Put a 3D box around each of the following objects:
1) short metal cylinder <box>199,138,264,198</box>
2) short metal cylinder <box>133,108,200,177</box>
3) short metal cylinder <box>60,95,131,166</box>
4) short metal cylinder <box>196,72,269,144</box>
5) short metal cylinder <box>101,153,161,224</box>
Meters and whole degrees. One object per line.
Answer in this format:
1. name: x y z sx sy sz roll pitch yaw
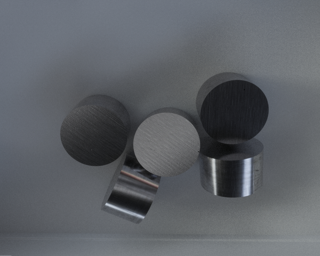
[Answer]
1. short metal cylinder: 0.091 0.046 0.400 0.080 0.080 0.050 -5 110 2
2. short metal cylinder: 0.010 0.016 0.397 0.080 0.050 0.079 1 101 4
3. short metal cylinder: -0.080 0.002 0.398 0.081 0.050 0.079 0 110 0
4. short metal cylinder: 0.088 -0.026 0.389 0.081 0.050 0.079 0 110 0
5. short metal cylinder: -0.038 0.080 0.411 0.050 0.080 0.080 25 108 -9
